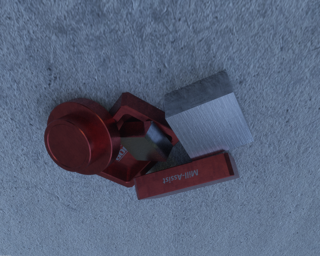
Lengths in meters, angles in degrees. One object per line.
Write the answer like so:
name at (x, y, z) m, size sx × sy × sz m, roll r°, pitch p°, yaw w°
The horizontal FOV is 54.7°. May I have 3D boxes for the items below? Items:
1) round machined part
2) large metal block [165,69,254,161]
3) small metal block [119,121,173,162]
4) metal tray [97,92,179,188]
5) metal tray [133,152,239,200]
round machined part at (-0.102, 0.015, 0.382) m, size 0.098 × 0.042 × 0.097 m, roll 9°, pitch 113°, yaw 22°
large metal block at (0.060, -0.013, 0.382) m, size 0.080 × 0.050 × 0.080 m, roll -21°, pitch 127°, yaw 17°
small metal block at (-0.020, 0.017, 0.393) m, size 0.050 × 0.025 × 0.050 m, roll -2°, pitch 139°, yaw 39°
metal tray at (-0.044, 0.022, 0.423) m, size 0.090 × 0.030 × 0.129 m, roll 28°, pitch 125°, yaw -22°
metal tray at (0.040, 0.070, 0.435) m, size 0.130 × 0.030 × 0.090 m, roll -17°, pitch 164°, yaw 15°
